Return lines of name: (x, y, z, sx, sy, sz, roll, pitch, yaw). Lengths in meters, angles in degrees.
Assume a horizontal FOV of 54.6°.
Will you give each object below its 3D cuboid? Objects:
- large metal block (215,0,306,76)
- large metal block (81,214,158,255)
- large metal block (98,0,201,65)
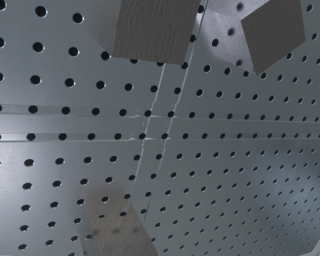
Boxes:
large metal block: (0.126, -0.126, 0.385, 0.080, 0.050, 0.080, -36, 129, -5)
large metal block: (-0.061, 0.174, 0.449, 0.081, 0.080, 0.050, 5, 116, -31)
large metal block: (-0.012, -0.115, 0.317, 0.081, 0.050, 0.079, 0, 118, -29)
